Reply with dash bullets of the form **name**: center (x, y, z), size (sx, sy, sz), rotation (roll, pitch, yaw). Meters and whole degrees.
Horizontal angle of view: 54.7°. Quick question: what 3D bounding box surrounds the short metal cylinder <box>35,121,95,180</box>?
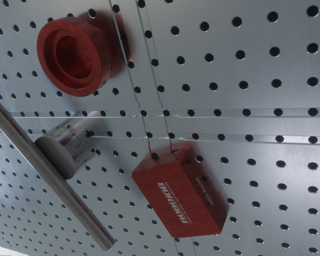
- **short metal cylinder**: center (-0.153, 0.036, 0.498), size (0.080, 0.050, 0.079), rotation (13, 124, 21)

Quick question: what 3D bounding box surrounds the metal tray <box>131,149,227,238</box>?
- **metal tray**: center (0.028, 0.101, 0.456), size (0.090, 0.030, 0.130), rotation (-21, 108, 36)

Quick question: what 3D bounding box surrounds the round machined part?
- **round machined part**: center (-0.104, -0.093, 0.398), size (0.098, 0.042, 0.097), rotation (13, 124, 21)

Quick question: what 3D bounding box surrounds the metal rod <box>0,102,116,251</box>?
- **metal rod**: center (-0.170, 0.074, 0.481), size (0.025, 0.025, 0.299), rotation (-28, 104, 37)
